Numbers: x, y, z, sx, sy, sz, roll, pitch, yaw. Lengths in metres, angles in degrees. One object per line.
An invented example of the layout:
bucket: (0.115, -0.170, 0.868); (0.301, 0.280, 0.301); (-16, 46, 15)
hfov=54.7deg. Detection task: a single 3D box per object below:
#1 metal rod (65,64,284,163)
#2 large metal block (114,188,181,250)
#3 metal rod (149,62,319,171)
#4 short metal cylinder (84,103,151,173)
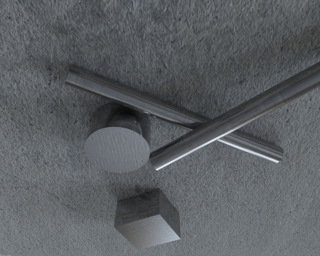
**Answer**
metal rod: (0.031, -0.012, 0.397); (0.302, 0.025, 0.025); (20, 127, -17)
large metal block: (-0.019, 0.155, 0.523); (0.080, 0.050, 0.080); (-21, 127, 16)
metal rod: (0.119, -0.027, 0.362); (0.300, 0.025, 0.025); (-29, 125, 14)
short metal cylinder: (-0.052, 0.013, 0.401); (0.081, 0.050, 0.079); (0, 130, 0)
